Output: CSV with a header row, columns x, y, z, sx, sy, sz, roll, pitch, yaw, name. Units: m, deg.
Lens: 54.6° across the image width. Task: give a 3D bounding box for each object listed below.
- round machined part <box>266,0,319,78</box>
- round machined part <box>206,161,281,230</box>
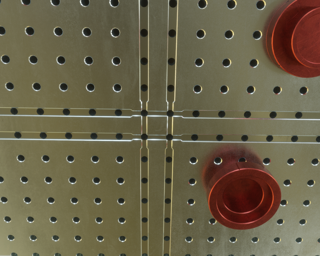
x,y,z,sx,sy,sz,roll,pitch,yaw,name
0.182,-0.107,0.366,0.099,0.042,0.097,0,110,0,round machined part
0.115,0.091,0.438,0.099,0.042,0.097,0,110,0,round machined part
